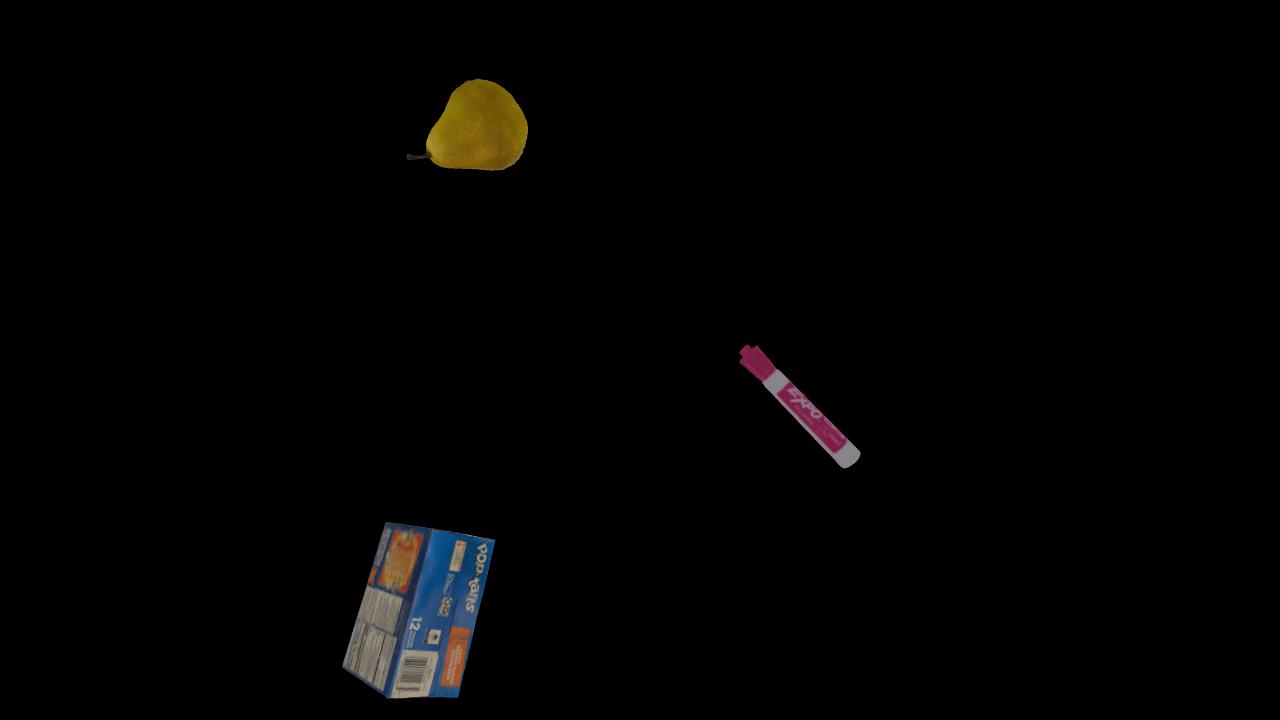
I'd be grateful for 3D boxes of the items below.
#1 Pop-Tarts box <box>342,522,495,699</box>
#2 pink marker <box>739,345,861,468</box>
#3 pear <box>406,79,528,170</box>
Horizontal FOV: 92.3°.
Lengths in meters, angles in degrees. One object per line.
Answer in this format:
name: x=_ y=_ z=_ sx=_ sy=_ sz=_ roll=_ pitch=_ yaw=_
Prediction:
Pop-Tarts box: x=-0.253 y=0.279 z=0.705 sx=0.083 sy=0.167 sz=0.141 roll=26 pitch=-25 yaw=-37
pink marker: x=0.121 y=0.034 z=0.474 sx=0.020 sy=0.121 sz=0.020 roll=-44 pitch=2 yaw=2
pear: x=-0.156 y=-0.200 z=0.560 sx=0.080 sy=0.111 sz=0.080 roll=33 pitch=-23 yaw=16
